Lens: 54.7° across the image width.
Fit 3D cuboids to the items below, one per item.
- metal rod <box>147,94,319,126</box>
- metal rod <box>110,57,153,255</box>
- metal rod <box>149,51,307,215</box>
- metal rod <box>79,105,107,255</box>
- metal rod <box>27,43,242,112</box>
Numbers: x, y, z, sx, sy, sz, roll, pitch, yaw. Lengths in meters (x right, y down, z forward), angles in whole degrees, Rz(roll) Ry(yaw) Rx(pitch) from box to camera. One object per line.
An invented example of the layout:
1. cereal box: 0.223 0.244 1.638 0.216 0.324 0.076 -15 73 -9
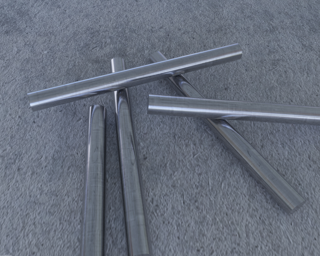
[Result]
1. metal rod: 0.135 -0.020 0.396 0.302 0.025 0.025 4 50 -7
2. metal rod: -0.043 0.012 0.392 0.025 0.025 0.300 -7 50 -6
3. metal rod: 0.070 -0.013 0.414 0.025 0.025 0.300 -24 54 -19
4. metal rod: -0.069 0.091 0.325 0.025 0.025 0.300 -5 50 -4
5. metal rod: -0.024 -0.074 0.431 0.302 0.025 0.025 -16 52 -14
